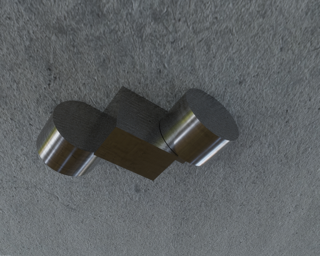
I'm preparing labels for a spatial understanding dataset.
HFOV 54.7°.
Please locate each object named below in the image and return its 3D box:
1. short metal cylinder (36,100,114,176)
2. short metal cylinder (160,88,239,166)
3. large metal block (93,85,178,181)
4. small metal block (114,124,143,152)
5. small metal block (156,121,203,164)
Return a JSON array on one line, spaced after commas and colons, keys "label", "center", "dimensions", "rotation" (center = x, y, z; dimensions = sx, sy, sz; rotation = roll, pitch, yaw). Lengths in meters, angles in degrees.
[{"label": "short metal cylinder", "center": [-0.103, 0.012, 0.382], "dimensions": [0.080, 0.080, 0.050], "rotation": [28, 125, -22]}, {"label": "short metal cylinder", "center": [0.047, -0.001, 0.372], "dimensions": [0.080, 0.080, 0.050], "rotation": [28, 125, -22]}, {"label": "large metal block", "center": [-0.027, 0.006, 0.378], "dimensions": [0.080, 0.080, 0.050], "rotation": [28, 124, -22]}, {"label": "small metal block", "center": [-0.052, 0.021, 0.427], "dimensions": [0.050, 0.025, 0.050], "rotation": [28, 125, -22]}, {"label": "small metal block", "center": [0.027, 0.016, 0.423], "dimensions": [0.050, 0.025, 0.050], "rotation": [28, 125, -22]}]
